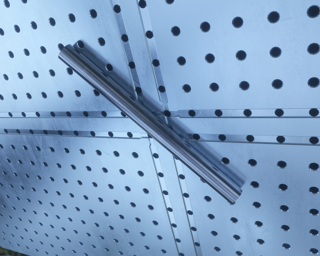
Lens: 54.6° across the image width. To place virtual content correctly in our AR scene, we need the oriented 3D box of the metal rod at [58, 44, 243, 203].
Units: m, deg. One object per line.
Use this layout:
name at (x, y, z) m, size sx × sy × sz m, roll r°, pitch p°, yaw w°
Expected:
metal rod at (-0.013, -0.006, 0.415) m, size 0.300 × 0.025 × 0.025 m, roll 40°, pitch 129°, yaw 0°
